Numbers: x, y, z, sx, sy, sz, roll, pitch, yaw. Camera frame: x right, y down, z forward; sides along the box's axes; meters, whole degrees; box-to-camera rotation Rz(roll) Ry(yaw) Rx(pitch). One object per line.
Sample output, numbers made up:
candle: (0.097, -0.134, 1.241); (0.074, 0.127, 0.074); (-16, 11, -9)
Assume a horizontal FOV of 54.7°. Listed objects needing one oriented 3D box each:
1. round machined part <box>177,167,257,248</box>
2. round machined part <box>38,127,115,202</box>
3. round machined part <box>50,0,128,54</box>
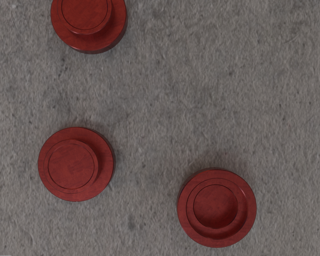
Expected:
round machined part: (0.070, 0.099, 0.403); (0.099, 0.042, 0.097); (0, 90, -1)
round machined part: (-0.109, 0.047, 0.400); (0.099, 0.042, 0.097); (0, 90, -1)
round machined part: (-0.093, -0.149, 0.400); (0.099, 0.042, 0.097); (0, 90, -1)
